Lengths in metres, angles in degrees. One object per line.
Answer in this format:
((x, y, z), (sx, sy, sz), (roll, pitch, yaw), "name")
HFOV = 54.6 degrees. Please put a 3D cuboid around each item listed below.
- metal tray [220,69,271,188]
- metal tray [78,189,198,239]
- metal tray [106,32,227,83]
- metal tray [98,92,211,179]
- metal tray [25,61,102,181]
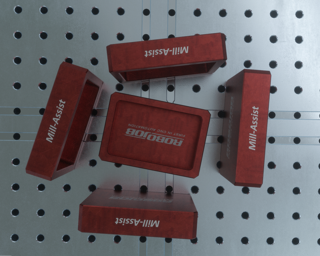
((0.102, 0.000, 0.381), (0.030, 0.090, 0.129), (5, 90, 0), "metal tray")
((-0.024, 0.102, 0.381), (0.131, 0.090, 0.030), (4, 90, 0), "metal tray")
((0.008, -0.083, 0.380), (0.131, 0.090, 0.030), (-6, 90, 0), "metal tray")
((-0.007, 0.009, 0.410), (0.131, 0.030, 0.090), (11, 90, -1), "metal tray")
((-0.113, -0.008, 0.380), (0.030, 0.090, 0.129), (18, 90, 0), "metal tray")
